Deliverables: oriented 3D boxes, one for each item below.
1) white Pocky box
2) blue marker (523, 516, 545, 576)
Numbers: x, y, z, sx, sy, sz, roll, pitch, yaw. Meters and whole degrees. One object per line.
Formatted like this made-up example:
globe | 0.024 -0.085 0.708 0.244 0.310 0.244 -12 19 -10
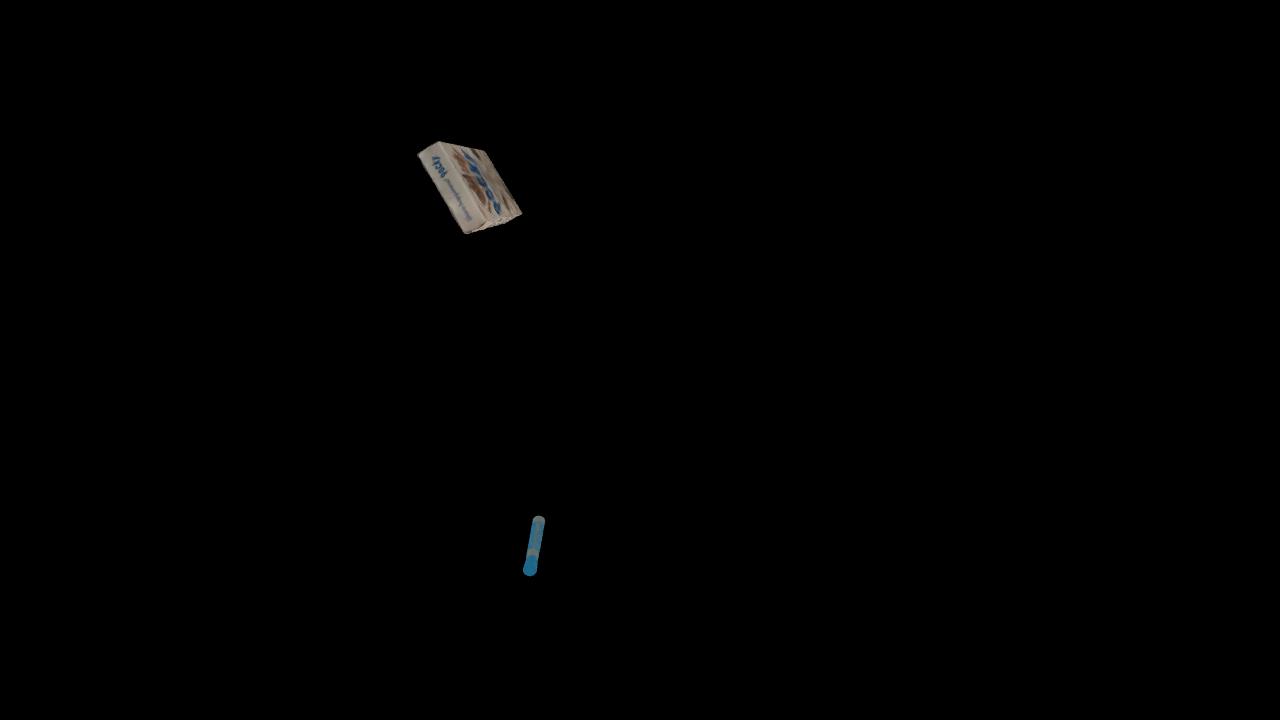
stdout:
white Pocky box | -0.169 -0.176 0.630 0.028 0.084 0.154 -27 13 9
blue marker | -0.149 0.262 0.868 0.020 0.020 0.121 0 19 -3
